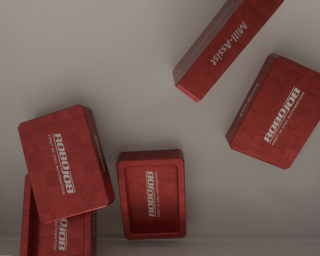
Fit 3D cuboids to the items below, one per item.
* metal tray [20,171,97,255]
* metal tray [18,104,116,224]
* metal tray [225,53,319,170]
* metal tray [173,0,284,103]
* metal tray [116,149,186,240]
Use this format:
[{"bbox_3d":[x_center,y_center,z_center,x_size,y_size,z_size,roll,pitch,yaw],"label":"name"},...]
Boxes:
[{"bbox_3d":[-0.133,0.123,0.414,0.091,0.030,0.129,-4,73,1],"label":"metal tray"},{"bbox_3d":[-0.119,0.045,0.395,0.090,0.030,0.129,-17,83,6],"label":"metal tray"},{"bbox_3d":[0.155,-0.019,0.403,0.090,0.030,0.129,21,109,-8],"label":"metal tray"},{"bbox_3d":[0.066,-0.097,0.341,0.030,0.090,0.130,36,106,-12],"label":"metal tray"},{"bbox_3d":[-0.010,0.097,0.444,0.091,0.030,0.129,-3,110,1],"label":"metal tray"}]
